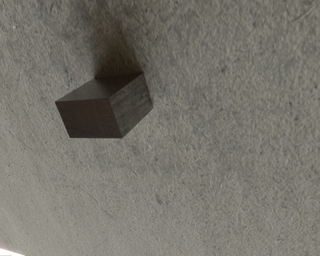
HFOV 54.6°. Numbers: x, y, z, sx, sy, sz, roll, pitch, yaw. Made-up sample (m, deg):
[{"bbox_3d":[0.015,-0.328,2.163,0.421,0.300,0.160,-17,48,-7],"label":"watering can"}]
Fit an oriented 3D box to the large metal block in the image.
[{"bbox_3d":[-0.067,-0.029,0.389,0.080,0.080,0.050,-1,118,28],"label":"large metal block"}]
